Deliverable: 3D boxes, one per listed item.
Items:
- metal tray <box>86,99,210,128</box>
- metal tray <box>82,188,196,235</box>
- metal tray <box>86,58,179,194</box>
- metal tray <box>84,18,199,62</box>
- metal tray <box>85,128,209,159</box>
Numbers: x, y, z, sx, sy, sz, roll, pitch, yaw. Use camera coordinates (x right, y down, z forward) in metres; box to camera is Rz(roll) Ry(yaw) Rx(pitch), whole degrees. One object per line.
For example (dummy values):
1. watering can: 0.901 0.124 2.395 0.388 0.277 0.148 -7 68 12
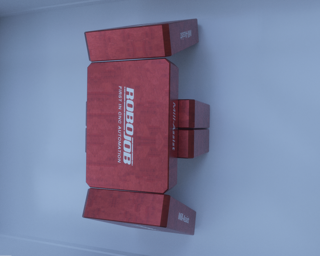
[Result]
1. metal tray: -0.012 -0.016 0.379 0.130 0.090 0.030 1 91 20
2. metal tray: -0.016 0.099 0.357 0.090 0.130 0.030 1 69 19
3. metal tray: -0.029 -0.003 0.320 0.090 0.030 0.129 1 90 19
4. metal tray: -0.013 -0.104 0.357 0.090 0.131 0.030 1 111 20
5. metal tray: -0.012 0.015 0.380 0.130 0.090 0.030 1 91 20
